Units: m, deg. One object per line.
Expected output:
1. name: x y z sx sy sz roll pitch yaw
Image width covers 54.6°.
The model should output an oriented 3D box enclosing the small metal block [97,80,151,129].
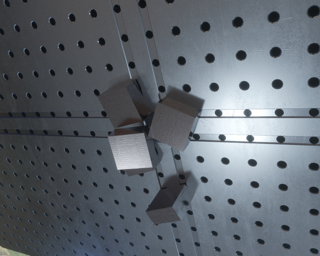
1. small metal block: -0.048 -0.031 0.418 0.050 0.025 0.050 -13 112 33

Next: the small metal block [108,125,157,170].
1. small metal block: -0.036 0.026 0.415 0.050 0.025 0.050 -6 112 17

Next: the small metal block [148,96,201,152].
1. small metal block: 0.018 -0.005 0.395 0.050 0.025 0.050 24 119 13

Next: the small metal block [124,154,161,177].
1. small metal block: -0.035 0.040 0.455 0.050 0.025 0.050 -19 109 35

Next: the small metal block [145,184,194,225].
1. small metal block: 0.015 0.112 0.457 0.050 0.050 0.025 -21 107 36
